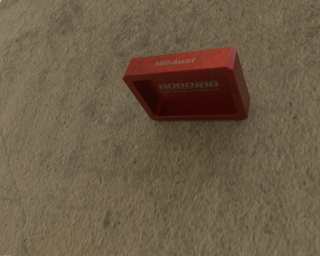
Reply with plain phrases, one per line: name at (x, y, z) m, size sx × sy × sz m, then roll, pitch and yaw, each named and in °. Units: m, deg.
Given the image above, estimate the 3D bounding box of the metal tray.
metal tray at (0.033, -0.047, 0.370) m, size 0.130 × 0.090 × 0.030 m, roll 0°, pitch 56°, yaw 28°
